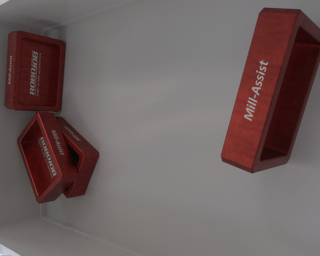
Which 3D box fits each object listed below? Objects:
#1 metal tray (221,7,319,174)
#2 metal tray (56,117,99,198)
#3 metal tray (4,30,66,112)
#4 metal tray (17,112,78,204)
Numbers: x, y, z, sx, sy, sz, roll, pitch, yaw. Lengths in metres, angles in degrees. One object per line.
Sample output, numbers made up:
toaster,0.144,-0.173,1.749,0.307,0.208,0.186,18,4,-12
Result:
metal tray,0.104,-0.029,0.278,0.030,0.091,0.129,21,103,38
metal tray,-0.167,0.048,0.541,0.130,0.030,0.089,37,112,34
metal tray,-0.217,-0.095,0.544,0.030,0.091,0.129,9,96,40
metal tray,-0.193,0.049,0.523,0.090,0.030,0.130,-43,64,31
